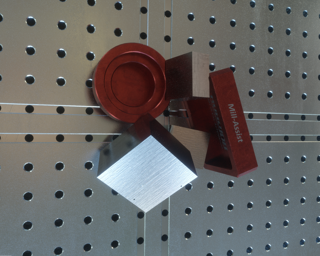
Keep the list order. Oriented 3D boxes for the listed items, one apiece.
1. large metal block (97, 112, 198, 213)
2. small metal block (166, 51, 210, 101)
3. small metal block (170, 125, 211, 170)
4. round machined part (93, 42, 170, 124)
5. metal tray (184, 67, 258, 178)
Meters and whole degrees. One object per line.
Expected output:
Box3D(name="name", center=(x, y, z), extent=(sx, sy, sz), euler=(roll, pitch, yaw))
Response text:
Box3D(name="large metal block", center=(-0.016, 0.042, 0.370), extent=(0.080, 0.050, 0.080), euler=(-38, 118, 16))
Box3D(name="small metal block", center=(0.032, -0.059, 0.368), extent=(0.025, 0.050, 0.050), euler=(0, 89, -35))
Box3D(name="small metal block", center=(0.037, 0.026, 0.422), extent=(0.050, 0.025, 0.050), euler=(12, 90, -9))
Box3D(name="round machined part", center=(-0.036, -0.054, 0.391), extent=(0.099, 0.042, 0.097), euler=(0, 90, -21))
Box3D(name="metal tray", center=(0.074, -0.006, 0.407), extent=(0.030, 0.090, 0.129), euler=(-19, 97, -19))
